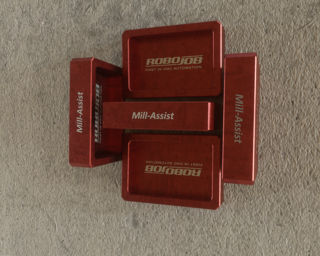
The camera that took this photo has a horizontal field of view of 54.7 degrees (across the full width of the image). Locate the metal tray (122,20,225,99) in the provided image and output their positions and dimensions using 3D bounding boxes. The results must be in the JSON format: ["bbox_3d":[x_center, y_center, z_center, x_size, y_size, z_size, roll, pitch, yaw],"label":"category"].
[{"bbox_3d":[0.016,-0.084,0.402,0.130,0.030,0.089,0,93,19],"label":"metal tray"}]

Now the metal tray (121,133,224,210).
[{"bbox_3d":[0.016,0.053,0.403,0.130,0.030,0.089,1,89,19],"label":"metal tray"}]

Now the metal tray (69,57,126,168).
[{"bbox_3d":[-0.078,-0.019,0.403,0.030,0.090,0.129,1,91,20],"label":"metal tray"}]

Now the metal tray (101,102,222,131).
[{"bbox_3d":[0.007,-0.014,0.374,0.130,0.090,0.030,1,92,20],"label":"metal tray"}]

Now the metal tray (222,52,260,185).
[{"bbox_3d":[0.092,-0.009,0.343,0.030,0.090,0.129,1,90,20],"label":"metal tray"}]
